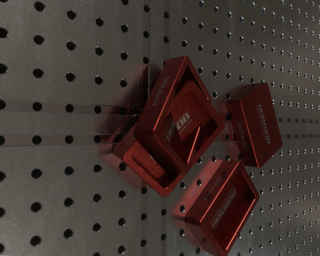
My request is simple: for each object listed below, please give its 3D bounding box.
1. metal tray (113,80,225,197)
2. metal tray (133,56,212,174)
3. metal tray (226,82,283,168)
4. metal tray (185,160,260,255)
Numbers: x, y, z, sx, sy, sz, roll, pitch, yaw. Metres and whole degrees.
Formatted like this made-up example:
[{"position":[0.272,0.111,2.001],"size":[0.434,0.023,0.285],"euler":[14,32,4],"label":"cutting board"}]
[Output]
[{"position":[0.016,0.012,0.399],"size":[0.130,0.030,0.090],"euler":[-49,120,-12],"label":"metal tray"},{"position":[0.023,-0.017,0.400],"size":[0.090,0.030,0.130],"euler":[52,48,-39],"label":"metal tray"},{"position":[0.172,-0.005,0.553],"size":[0.091,0.030,0.129],"euler":[-32,110,-36],"label":"metal tray"},{"position":[0.104,0.127,0.496],"size":[0.130,0.030,0.090],"euler":[-48,119,-29],"label":"metal tray"}]
